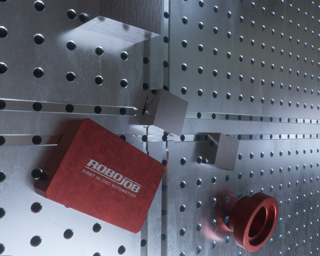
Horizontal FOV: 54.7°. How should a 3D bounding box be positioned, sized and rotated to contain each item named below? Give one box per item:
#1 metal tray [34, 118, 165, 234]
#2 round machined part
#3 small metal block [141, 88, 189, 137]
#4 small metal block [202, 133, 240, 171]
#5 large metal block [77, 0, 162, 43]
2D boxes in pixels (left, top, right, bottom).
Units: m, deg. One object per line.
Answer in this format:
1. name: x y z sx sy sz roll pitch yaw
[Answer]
1. metal tray: -0.061 0.057 0.356 0.130 0.030 0.090 36 68 -35
2. round machined part: 0.155 0.153 0.522 0.099 0.042 0.097 -15 113 -37
3. small metal block: 0.007 -0.020 0.417 0.050 0.025 0.050 23 75 -38
4. small metal block: 0.098 0.038 0.494 0.050 0.025 0.050 22 76 -38
5. large metal block: -0.044 -0.151 0.357 0.081 0.050 0.080 4 88 -40
